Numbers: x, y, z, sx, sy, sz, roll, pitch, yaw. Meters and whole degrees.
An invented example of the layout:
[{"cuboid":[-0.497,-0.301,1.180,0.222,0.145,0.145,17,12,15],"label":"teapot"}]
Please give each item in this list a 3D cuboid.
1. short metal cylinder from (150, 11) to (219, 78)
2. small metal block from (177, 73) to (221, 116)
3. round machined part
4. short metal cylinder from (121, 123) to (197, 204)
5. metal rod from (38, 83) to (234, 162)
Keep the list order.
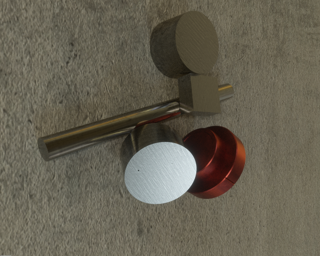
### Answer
[{"cuboid":[0.033,-0.110,0.416,0.081,0.050,0.079,0,90,-40],"label":"short metal cylinder"},{"cuboid":[0.053,-0.043,0.417,0.050,0.025,0.050,1,80,-37],"label":"small metal block"},{"cuboid":[0.057,0.039,0.405,0.042,0.098,0.098,36,68,-35],"label":"round machined part"},{"cuboid":[-0.004,0.041,0.361,0.081,0.050,0.079,-5,115,-11],"label":"short metal cylinder"},{"cuboid":[-0.004,-0.019,0.401,0.302,0.025,0.025,-20,103,-38],"label":"metal rod"}]
